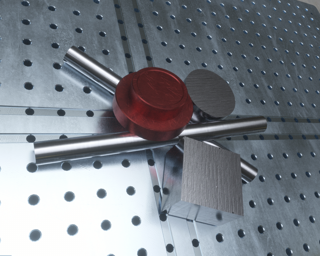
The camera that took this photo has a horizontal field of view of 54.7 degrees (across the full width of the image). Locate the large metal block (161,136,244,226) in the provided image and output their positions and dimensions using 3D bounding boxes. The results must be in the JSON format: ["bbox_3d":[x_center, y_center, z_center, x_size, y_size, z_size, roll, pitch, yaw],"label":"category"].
[{"bbox_3d":[0.051,0.066,0.378,0.081,0.050,0.080,19,54,-18],"label":"large metal block"}]

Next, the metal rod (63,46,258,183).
[{"bbox_3d":[0.006,-0.015,0.422,0.301,0.025,0.025,33,51,-7],"label":"metal rod"}]

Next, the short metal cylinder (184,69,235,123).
[{"bbox_3d":[0.061,-0.038,0.449,0.081,0.050,0.080,14,56,-21],"label":"short metal cylinder"}]

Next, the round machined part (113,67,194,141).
[{"bbox_3d":[-0.005,-0.036,0.375,0.099,0.042,0.098,11,50,-13],"label":"round machined part"}]

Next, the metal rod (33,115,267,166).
[{"bbox_3d":[0.007,0.011,0.383,0.303,0.025,0.025,-7,65,-24],"label":"metal rod"}]
